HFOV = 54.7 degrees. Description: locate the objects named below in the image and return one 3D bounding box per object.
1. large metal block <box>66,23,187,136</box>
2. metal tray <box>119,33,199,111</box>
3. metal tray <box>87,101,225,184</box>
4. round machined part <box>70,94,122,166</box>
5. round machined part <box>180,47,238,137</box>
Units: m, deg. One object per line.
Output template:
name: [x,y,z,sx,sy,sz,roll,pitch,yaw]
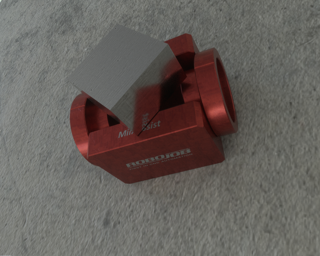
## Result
large metal block: [-0.034,-0.052,0.319,0.080,0.050,0.080,34,80,38]
metal tray: [-0.005,-0.060,0.403,0.130,0.090,0.030,-17,55,18]
metal tray: [-0.003,0.022,0.348,0.130,0.090,0.030,-16,56,18]
round machined part: [-0.066,-0.003,0.393,0.042,0.098,0.098,-15,56,20]
round machined part: [0.055,-0.037,0.352,0.042,0.098,0.098,-15,56,20]
